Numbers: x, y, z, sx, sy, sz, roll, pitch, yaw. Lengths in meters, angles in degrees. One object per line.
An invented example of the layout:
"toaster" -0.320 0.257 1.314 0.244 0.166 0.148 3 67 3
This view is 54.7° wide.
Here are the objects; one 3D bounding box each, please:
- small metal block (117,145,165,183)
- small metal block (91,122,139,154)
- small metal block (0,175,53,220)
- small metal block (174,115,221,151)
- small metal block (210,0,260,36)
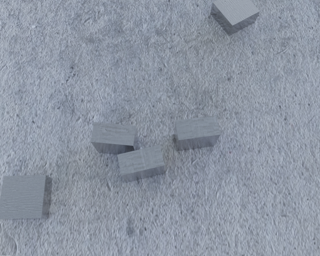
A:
"small metal block" -0.022 0.045 0.378 0.050 0.050 0.025 -13 71 -5
"small metal block" -0.055 0.015 0.389 0.050 0.050 0.025 5 70 2
"small metal block" -0.162 0.085 0.376 0.050 0.025 0.050 -1 70 -1
"small metal block" 0.045 0.008 0.392 0.050 0.050 0.025 -8 71 -3
"small metal block" 0.114 -0.177 0.473 0.050 0.025 0.050 -30 73 -11
